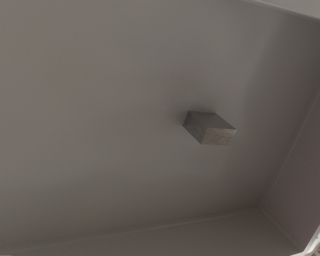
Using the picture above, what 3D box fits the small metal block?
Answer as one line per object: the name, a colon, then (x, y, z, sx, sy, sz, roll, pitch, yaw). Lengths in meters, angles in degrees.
small metal block: (0.068, 0.000, 0.429, 0.050, 0.050, 0.025, 4, 117, -30)
